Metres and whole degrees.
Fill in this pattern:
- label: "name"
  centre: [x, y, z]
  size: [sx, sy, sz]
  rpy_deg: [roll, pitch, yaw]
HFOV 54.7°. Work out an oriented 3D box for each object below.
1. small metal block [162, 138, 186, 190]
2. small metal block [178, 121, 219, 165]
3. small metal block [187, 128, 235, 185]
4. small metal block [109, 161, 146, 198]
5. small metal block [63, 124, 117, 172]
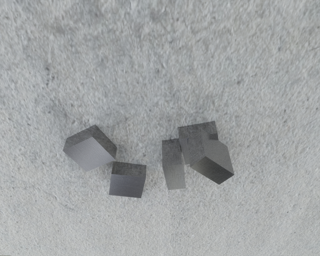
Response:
- label: "small metal block"
  centre: [0.019, 0.051, 0.434]
  size: [0.025, 0.050, 0.050]
  rpy_deg: [-7, 130, 6]
- label: "small metal block"
  centre: [0.055, 0.021, 0.426]
  size: [0.050, 0.025, 0.050]
  rpy_deg: [-10, 130, 8]
- label: "small metal block"
  centre: [0.063, 0.036, 0.390]
  size: [0.050, 0.050, 0.025]
  rpy_deg: [33, 122, -25]
- label: "small metal block"
  centre: [-0.050, 0.080, 0.475]
  size: [0.050, 0.025, 0.050]
  rpy_deg: [8, 130, -7]
- label: "small metal block"
  centre: [-0.096, 0.029, 0.431]
  size: [0.050, 0.025, 0.050]
  rpy_deg: [-24, 127, 19]
